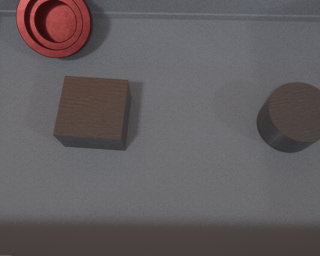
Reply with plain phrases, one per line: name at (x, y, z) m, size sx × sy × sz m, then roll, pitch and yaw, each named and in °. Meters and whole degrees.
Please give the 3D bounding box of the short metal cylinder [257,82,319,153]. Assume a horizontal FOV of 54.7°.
short metal cylinder at (0.174, -0.013, 0.403) m, size 0.081 × 0.050 × 0.080 m, roll 0°, pitch 70°, yaw 0°

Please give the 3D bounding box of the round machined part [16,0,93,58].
round machined part at (-0.144, -0.150, 0.437) m, size 0.099 × 0.042 × 0.097 m, roll -1°, pitch 106°, yaw -4°

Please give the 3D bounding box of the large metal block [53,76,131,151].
large metal block at (-0.083, -0.018, 0.402) m, size 0.081 × 0.050 × 0.080 m, roll 4°, pitch 70°, yaw 1°
